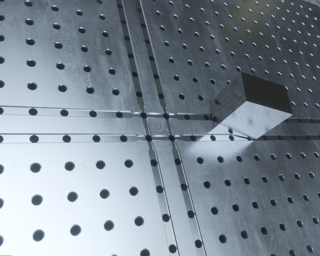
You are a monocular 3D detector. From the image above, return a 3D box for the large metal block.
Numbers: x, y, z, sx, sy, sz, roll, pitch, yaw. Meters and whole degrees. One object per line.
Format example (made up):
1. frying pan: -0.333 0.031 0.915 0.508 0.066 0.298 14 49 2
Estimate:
1. large metal block: 0.132 -0.030 0.461 0.081 0.080 0.050 13 57 -21
